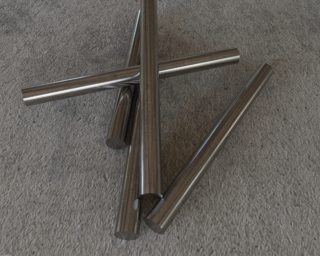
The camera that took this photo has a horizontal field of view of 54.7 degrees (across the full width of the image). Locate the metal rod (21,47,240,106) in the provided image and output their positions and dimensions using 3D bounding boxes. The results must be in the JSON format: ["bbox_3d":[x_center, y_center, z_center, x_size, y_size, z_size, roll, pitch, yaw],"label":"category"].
[{"bbox_3d":[-0.031,-0.074,0.431,0.302,0.025,0.025,-13,51,-12],"label":"metal rod"}]

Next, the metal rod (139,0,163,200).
[{"bbox_3d":[-0.013,-0.060,0.395,0.025,0.025,0.299,-1,61,-1],"label":"metal rod"}]

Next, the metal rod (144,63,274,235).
[{"bbox_3d":[0.078,0.006,0.398,0.025,0.025,0.301,28,55,21],"label":"metal rod"}]

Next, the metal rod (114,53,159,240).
[{"bbox_3d":[-0.024,-0.006,0.407,0.025,0.025,0.300,3,50,2],"label":"metal rod"}]

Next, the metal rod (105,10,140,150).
[{"bbox_3d":[-0.044,-0.095,0.482,0.025,0.025,0.300,3,50,3],"label":"metal rod"}]
